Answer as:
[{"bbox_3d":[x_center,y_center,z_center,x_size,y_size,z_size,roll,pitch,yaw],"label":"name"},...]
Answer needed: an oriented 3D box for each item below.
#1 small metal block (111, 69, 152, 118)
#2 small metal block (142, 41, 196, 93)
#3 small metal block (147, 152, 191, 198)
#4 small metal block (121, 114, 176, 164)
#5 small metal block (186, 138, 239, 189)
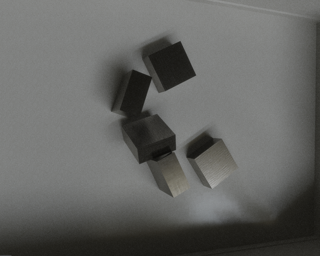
[{"bbox_3d":[-0.036,-0.041,0.384,0.025,0.050,0.050,19,84,-19],"label":"small metal block"},{"bbox_3d":[0.013,-0.081,0.415,0.050,0.025,0.050,-29,100,-18],"label":"small metal block"},{"bbox_3d":[0.009,0.057,0.400,0.025,0.050,0.050,-28,99,-18],"label":"small metal block"},{"bbox_3d":[-0.014,0.012,0.389,0.050,0.050,0.025,-20,131,-19],"label":"small metal block"},{"bbox_3d":[0.074,0.049,0.438,0.050,0.025,0.050,-35,101,-17],"label":"small metal block"}]
